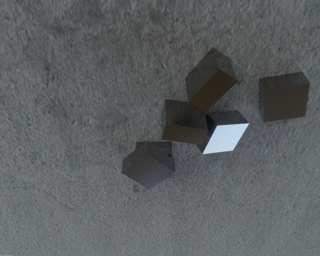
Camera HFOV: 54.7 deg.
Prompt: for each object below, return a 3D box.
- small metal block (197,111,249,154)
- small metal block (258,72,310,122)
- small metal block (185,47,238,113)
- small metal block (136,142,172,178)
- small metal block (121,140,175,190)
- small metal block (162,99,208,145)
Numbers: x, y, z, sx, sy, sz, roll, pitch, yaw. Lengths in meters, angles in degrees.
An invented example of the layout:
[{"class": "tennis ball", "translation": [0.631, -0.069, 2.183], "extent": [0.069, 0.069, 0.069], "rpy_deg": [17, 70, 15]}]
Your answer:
[{"class": "small metal block", "translation": [0.079, 0.006, 0.402], "extent": [0.050, 0.025, 0.050], "rpy_deg": [-4, 134, -27]}, {"class": "small metal block", "translation": [0.150, -0.037, 0.378], "extent": [0.050, 0.025, 0.050], "rpy_deg": [-8, 130, 6]}, {"class": "small metal block", "translation": [0.055, -0.054, 0.346], "extent": [0.025, 0.050, 0.050], "rpy_deg": [28, 124, -22]}, {"class": "small metal block", "translation": [-0.008, 0.046, 0.447], "extent": [0.050, 0.025, 0.050], "rpy_deg": [0, 130, 0]}, {"class": "small metal block", "translation": [-0.015, 0.051, 0.418], "extent": [0.050, 0.025, 0.050], "rpy_deg": [37, 121, -27]}, {"class": "small metal block", "translation": [0.029, -0.008, 0.384], "extent": [0.050, 0.050, 0.025], "rpy_deg": [9, 130, -8]}]
